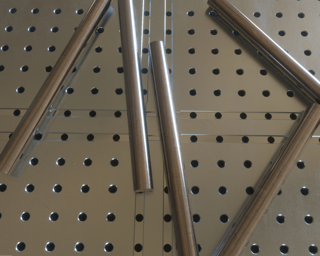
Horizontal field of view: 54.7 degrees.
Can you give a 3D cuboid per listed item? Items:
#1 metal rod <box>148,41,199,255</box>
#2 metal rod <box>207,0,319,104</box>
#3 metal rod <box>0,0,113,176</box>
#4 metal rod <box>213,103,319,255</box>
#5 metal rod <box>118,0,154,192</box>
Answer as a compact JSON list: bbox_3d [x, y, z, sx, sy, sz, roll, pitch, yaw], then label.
[{"bbox_3d":[0.014,0.018,0.405,0.025,0.025,0.299,-7,70,-3],"label":"metal rod"},{"bbox_3d":[0.180,-0.096,0.448,0.025,0.025,0.300,-38,75,-13],"label":"metal rod"},{"bbox_3d":[-0.142,-0.075,0.437,0.025,0.025,0.300,21,71,7],"label":"metal rod"},{"bbox_3d":[0.125,0.087,0.381,0.025,0.025,0.300,35,73,11],"label":"metal rod"},{"bbox_3d":[-0.037,-0.062,0.433,0.025,0.025,0.299,-6,70,-3],"label":"metal rod"}]
